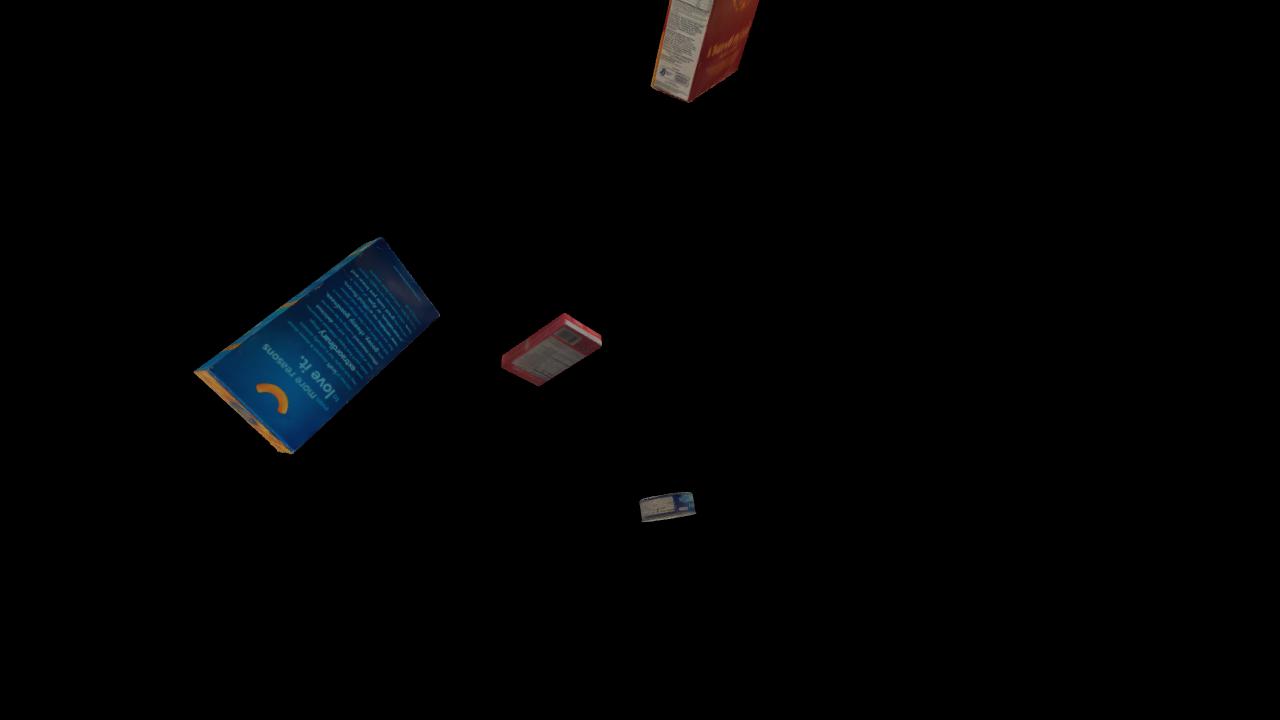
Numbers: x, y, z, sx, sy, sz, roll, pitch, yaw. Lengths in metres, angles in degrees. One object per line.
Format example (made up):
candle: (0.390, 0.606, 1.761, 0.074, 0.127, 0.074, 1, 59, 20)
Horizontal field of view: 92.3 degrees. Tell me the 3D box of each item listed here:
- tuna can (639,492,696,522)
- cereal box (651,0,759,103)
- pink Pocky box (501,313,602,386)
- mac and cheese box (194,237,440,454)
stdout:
tuna can: (0.042, 0.223, 0.934, 0.084, 0.034, 0.084, -8, -17, -2)
cereal box: (0.121, -0.554, 0.882, 0.081, 0.306, 0.203, 29, 47, 12)
pink Pocky box: (-0.146, -0.014, 1.004, 0.155, 0.029, 0.084, -31, -44, 29)
mac and cheese box: (-0.268, -0.018, 0.535, 0.041, 0.093, 0.184, -3, 38, 38)
